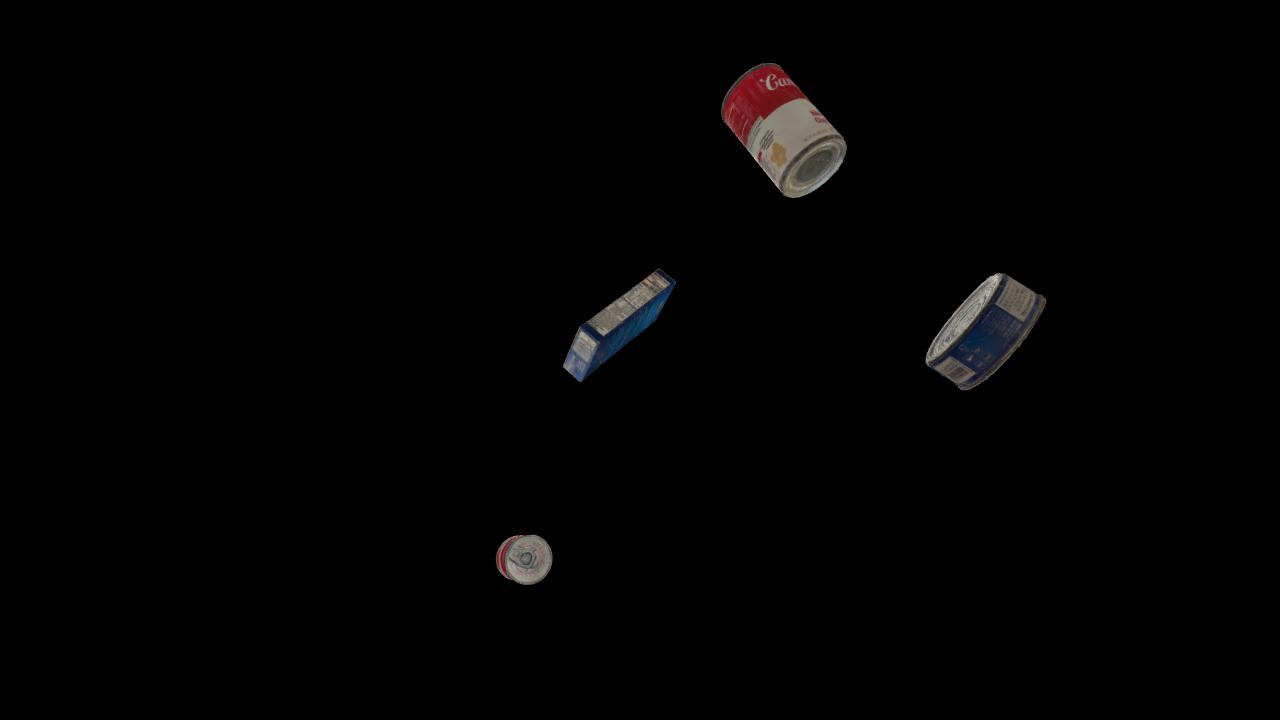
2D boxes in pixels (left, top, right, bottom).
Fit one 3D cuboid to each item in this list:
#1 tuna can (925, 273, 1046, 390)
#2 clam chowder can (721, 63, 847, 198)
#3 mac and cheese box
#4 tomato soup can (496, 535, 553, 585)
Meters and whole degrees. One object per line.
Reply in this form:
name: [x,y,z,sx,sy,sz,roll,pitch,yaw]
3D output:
tuna can: [0.247,-0.021,0.446,0.034,0.084,0.084,36,8,11]
clam chowder can: [0.127,-0.203,0.548,0.068,0.102,0.068,-25,-23,-11]
mac and cheese box: [-0.027,-0.052,0.869,0.184,0.041,0.093,-42,-14,-41]
tomato soup can: [-0.171,0.291,0.902,0.068,0.068,0.101,0,-15,-21]
